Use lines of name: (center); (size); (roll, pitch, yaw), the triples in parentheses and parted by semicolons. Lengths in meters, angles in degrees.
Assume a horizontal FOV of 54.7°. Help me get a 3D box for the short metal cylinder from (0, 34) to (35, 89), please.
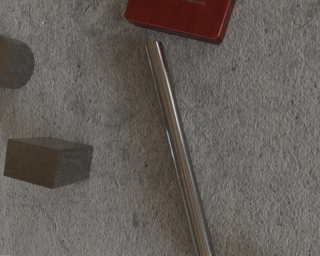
short metal cylinder: (-0.246, -0.103, 0.482); (0.080, 0.050, 0.079); (0, 90, 20)

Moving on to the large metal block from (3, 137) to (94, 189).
large metal block: (-0.153, 0.045, 0.434); (0.080, 0.080, 0.050); (10, 93, 19)

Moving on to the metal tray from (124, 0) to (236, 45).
metal tray: (0.028, -0.167, 0.396); (0.130, 0.030, 0.089); (19, 96, 18)

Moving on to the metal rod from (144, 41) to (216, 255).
metal rod: (0.026, 0.035, 0.399); (0.025, 0.025, 0.298); (-15, 85, 19)
